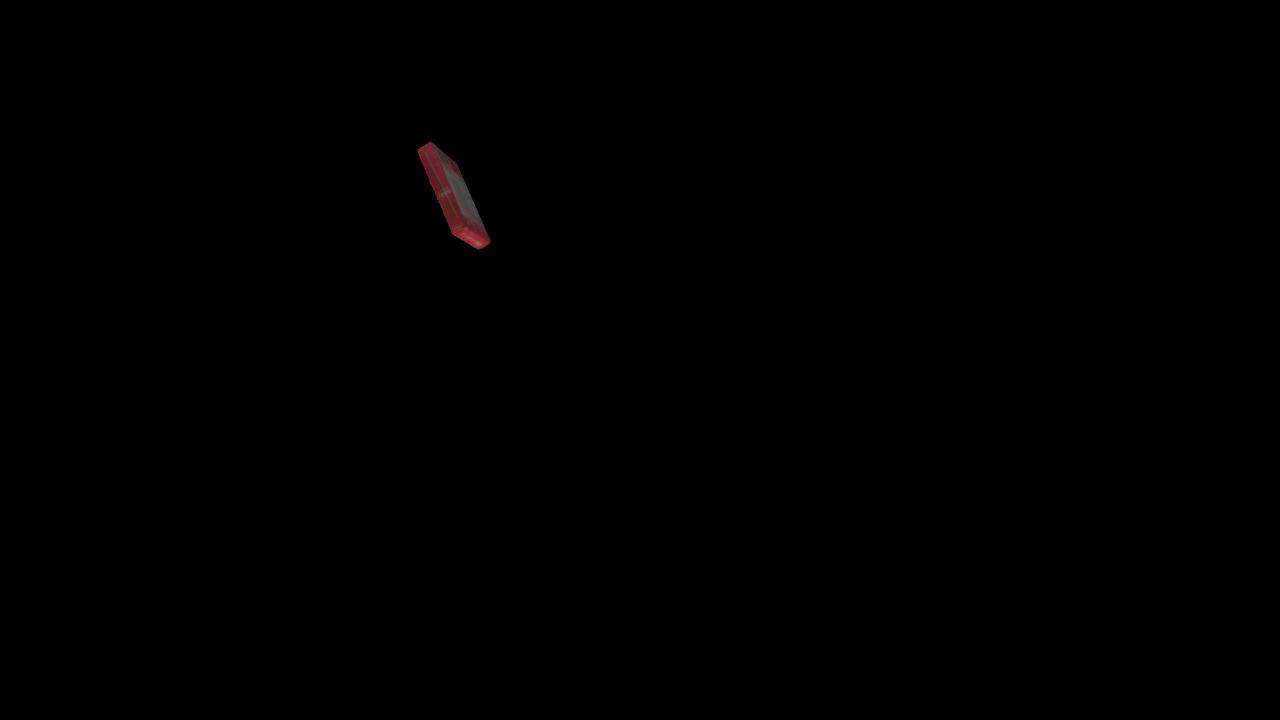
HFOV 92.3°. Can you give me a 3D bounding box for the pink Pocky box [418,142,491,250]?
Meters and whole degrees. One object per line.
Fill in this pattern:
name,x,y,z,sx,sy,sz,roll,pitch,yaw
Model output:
pink Pocky box,-0.288,-0.253,0.957,0.029,0.155,0.084,-27,-10,8
